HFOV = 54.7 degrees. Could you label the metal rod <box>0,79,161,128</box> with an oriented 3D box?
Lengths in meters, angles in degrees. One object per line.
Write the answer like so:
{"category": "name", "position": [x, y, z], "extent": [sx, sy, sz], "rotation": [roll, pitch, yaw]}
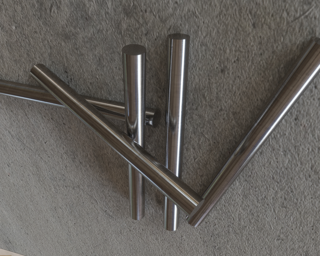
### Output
{"category": "metal rod", "position": [-0.141, -0.042, 0.455], "extent": [0.301, 0.025, 0.025], "rotation": [12, 124, 21]}

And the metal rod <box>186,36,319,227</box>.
{"category": "metal rod", "position": [0.100, 0.030, 0.372], "extent": [0.025, 0.025, 0.298], "rotation": [31, 129, 8]}

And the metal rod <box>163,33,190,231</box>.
{"category": "metal rod", "position": [0.019, 0.027, 0.413], "extent": [0.025, 0.025, 0.298], "rotation": [14, 124, 20]}

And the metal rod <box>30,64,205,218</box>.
{"category": "metal rod", "position": [-0.069, 0.001, 0.390], "extent": [0.300, 0.025, 0.025], "rotation": [38, 131, 24]}

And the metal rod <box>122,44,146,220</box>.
{"category": "metal rod", "position": [-0.032, 0.031, 0.417], "extent": [0.025, 0.025, 0.298], "rotation": [19, 134, 17]}
